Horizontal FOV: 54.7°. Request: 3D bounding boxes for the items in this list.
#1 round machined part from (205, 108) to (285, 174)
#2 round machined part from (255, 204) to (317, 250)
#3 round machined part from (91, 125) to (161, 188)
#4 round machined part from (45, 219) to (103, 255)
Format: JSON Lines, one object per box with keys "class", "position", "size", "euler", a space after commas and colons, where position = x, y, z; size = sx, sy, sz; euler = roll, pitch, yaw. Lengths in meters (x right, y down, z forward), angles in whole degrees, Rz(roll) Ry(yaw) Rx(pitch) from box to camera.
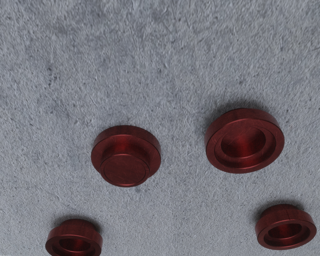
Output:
{"class": "round machined part", "position": [0.107, 0.012, 0.407], "size": [0.099, 0.042, 0.097], "euler": [0, 130, 0]}
{"class": "round machined part", "position": [0.216, 0.170, 0.543], "size": [0.099, 0.042, 0.097], "euler": [0, 130, 0]}
{"class": "round machined part", "position": [-0.048, 0.046, 0.435], "size": [0.099, 0.042, 0.097], "euler": [0, 130, 0]}
{"class": "round machined part", "position": [-0.154, 0.203, 0.567], "size": [0.099, 0.042, 0.097], "euler": [0, 130, 0]}
